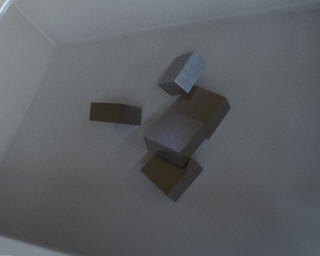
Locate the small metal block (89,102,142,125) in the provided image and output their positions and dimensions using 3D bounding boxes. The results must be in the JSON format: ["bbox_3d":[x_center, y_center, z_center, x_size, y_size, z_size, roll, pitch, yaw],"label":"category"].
[{"bbox_3d":[-0.061,-0.019,0.430,0.050,0.050,0.025,5,89,30],"label":"small metal block"}]

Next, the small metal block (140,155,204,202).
[{"bbox_3d":[0.014,0.050,0.368,0.050,0.025,0.050,-48,51,-6],"label":"small metal block"}]

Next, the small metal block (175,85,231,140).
[{"bbox_3d":[0.052,-0.021,0.391,0.050,0.025,0.050,29,77,37],"label":"small metal block"}]

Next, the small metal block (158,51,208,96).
[{"bbox_3d":[0.030,-0.073,0.421,0.050,0.025,0.050,-57,22,-13],"label":"small metal block"}]

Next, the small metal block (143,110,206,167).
[{"bbox_3d":[0.018,0.011,0.360,0.050,0.025,0.050,23,54,31],"label":"small metal block"}]
